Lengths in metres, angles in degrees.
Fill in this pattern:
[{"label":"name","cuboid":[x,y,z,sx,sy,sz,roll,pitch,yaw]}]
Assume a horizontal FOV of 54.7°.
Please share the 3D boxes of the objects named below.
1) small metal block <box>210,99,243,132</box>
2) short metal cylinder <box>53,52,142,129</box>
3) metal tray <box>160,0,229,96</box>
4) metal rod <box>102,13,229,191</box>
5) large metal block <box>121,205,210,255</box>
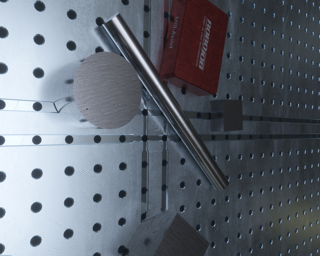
[{"label":"small metal block","cuboid":[0.109,-0.020,0.503,0.050,0.025,0.050,-3,92,-40]},{"label":"short metal cylinder","cuboid":[-0.067,-0.039,0.338,0.081,0.050,0.079,0,90,-40]},{"label":"metal tray","cuboid":[0.053,-0.121,0.452,0.091,0.030,0.129,17,79,-39]},{"label":"metal rod","cuboid":[0.020,-0.019,0.428,0.025,0.025,0.299,-51,120,-28]},{"label":"large metal block","cuboid":[0.008,0.160,0.402,0.080,0.050,0.080,49,61,-29]}]
